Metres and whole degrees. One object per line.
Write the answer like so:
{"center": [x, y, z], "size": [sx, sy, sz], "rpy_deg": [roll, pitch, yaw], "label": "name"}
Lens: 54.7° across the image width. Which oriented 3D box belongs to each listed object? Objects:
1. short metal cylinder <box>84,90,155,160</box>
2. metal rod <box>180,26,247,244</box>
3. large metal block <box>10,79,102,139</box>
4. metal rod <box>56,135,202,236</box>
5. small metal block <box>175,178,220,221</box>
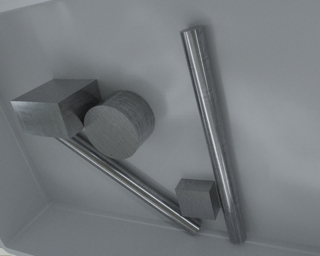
{"center": [-0.054, -0.005, 0.416], "size": [0.080, 0.050, 0.079], "rpy_deg": [13, 124, 20], "label": "short metal cylinder"}
{"center": [0.072, 0.026, 0.385], "size": [0.025, 0.025, 0.298], "rpy_deg": [-3, 117, 29], "label": "metal rod"}
{"center": [-0.136, -0.029, 0.425], "size": [0.080, 0.080, 0.050], "rpy_deg": [4, 120, 26], "label": "large metal block"}
{"center": [-0.067, 0.070, 0.485], "size": [0.301, 0.025, 0.025], "rpy_deg": [34, 129, 5], "label": "metal rod"}
{"center": [0.054, 0.101, 0.442], "size": [0.050, 0.025, 0.050], "rpy_deg": [-1, 118, 28], "label": "small metal block"}
